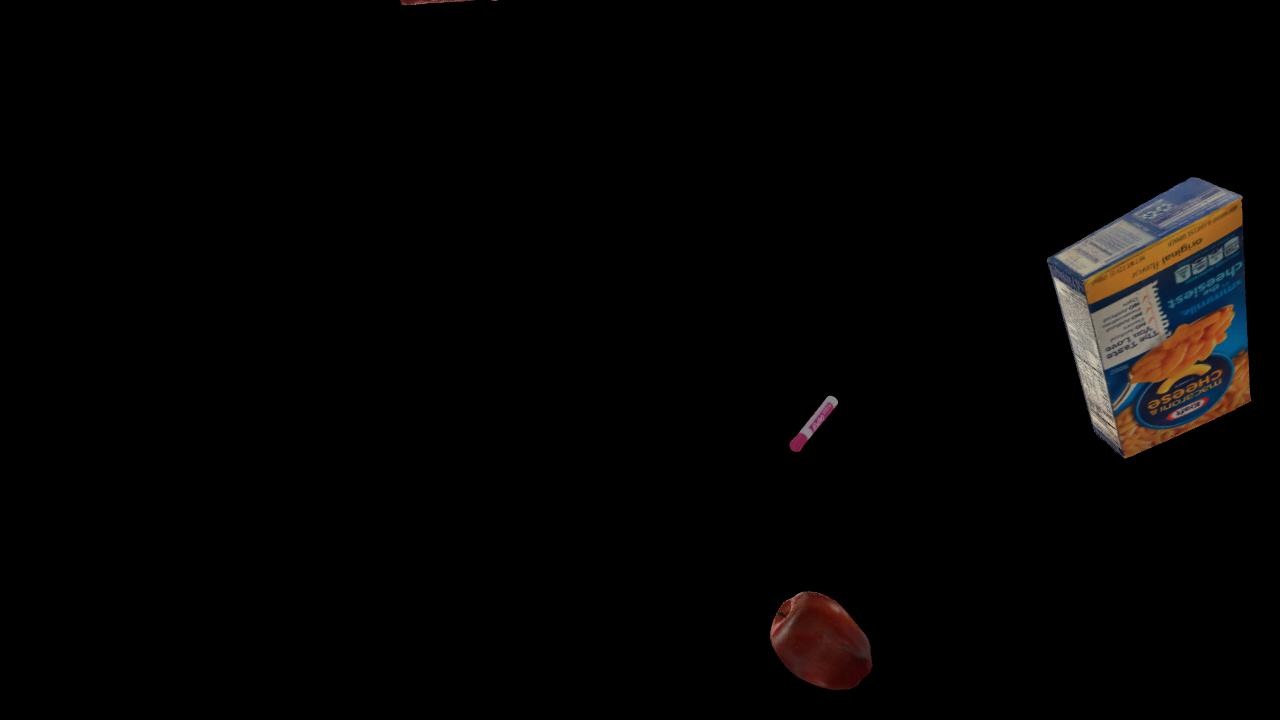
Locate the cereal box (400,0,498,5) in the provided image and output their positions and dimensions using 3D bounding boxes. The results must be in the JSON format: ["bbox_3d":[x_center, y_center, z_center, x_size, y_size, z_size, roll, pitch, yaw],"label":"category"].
[{"bbox_3d":[-0.132,-0.403,0.406,0.203,0.081,0.306,2,-26,11],"label":"cereal box"}]

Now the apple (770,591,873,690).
[{"bbox_3d":[0.167,0.262,0.574,0.093,0.079,0.079,34,3,5],"label":"apple"}]

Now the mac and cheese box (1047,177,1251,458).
[{"bbox_3d":[0.346,-0.018,0.413,0.093,0.184,0.041,-32,32,13],"label":"mac and cheese box"}]

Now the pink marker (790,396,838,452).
[{"bbox_3d":[0.256,0.094,0.908,0.020,0.020,0.121,0,33,50],"label":"pink marker"}]
